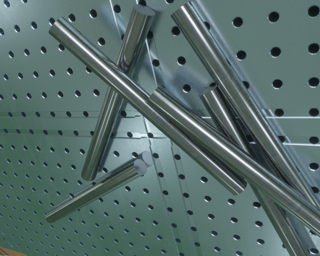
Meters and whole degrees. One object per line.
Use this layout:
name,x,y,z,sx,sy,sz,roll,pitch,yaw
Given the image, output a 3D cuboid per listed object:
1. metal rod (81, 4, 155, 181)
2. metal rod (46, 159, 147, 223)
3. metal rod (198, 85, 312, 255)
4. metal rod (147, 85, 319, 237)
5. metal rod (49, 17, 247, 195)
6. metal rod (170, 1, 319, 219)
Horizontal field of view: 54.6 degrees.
metal rod,-0.069,-0.025,0.432,0.025,0.025,0.298,32,129,7
metal rod,-0.128,0.122,0.554,0.299,0.025,0.025,-33,100,38
metal rod,0.132,0.080,0.390,0.025,0.025,0.299,-22,107,36
metal rod,0.111,0.053,0.351,0.300,0.025,0.025,38,129,2
metal rod,-0.007,-0.020,0.379,0.300,0.025,0.025,41,130,-10
metal rod,0.108,-0.006,0.350,0.025,0.025,0.300,-28,103,37
